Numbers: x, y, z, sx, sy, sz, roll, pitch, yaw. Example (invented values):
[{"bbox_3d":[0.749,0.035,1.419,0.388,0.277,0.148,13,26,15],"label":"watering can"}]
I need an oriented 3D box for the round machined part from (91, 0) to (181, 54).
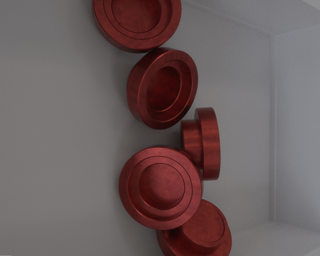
[{"bbox_3d":[-0.029,-0.134,0.356,0.099,0.042,0.097,0,90,-16],"label":"round machined part"}]

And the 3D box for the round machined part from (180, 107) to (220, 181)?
[{"bbox_3d":[0.051,0.022,0.415,0.042,0.098,0.097,-4,93,1],"label":"round machined part"}]

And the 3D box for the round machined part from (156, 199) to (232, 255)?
[{"bbox_3d":[0.048,0.130,0.399,0.099,0.098,0.042,-17,144,-39],"label":"round machined part"}]

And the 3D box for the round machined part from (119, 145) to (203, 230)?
[{"bbox_3d":[0.004,0.068,0.375,0.042,0.098,0.097,-16,103,-77],"label":"round machined part"}]

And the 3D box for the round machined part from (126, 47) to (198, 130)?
[{"bbox_3d":[-0.002,-0.050,0.380,0.099,0.042,0.097,-23,126,-36],"label":"round machined part"}]
